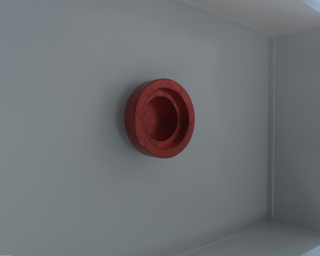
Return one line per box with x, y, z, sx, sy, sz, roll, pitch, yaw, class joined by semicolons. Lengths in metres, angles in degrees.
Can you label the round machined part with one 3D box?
-0.005;-0.012;0.394;0.099;0.042;0.097;0;90;-40;round machined part
